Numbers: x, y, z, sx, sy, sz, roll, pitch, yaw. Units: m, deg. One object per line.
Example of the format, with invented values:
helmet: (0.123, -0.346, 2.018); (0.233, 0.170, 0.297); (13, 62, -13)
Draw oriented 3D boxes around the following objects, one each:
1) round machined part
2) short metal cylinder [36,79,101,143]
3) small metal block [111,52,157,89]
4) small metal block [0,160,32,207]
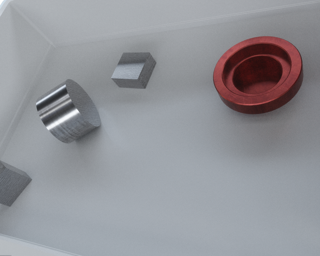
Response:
round machined part: (0.117, -0.058, 0.369); (0.098, 0.042, 0.098); (-13, 56, 20)
short metal cylinder: (-0.132, -0.024, 0.452); (0.050, 0.080, 0.080); (-31, 52, 8)
small metal block: (-0.040, -0.089, 0.480); (0.050, 0.025, 0.050); (8, 65, 31)
small metal block: (-0.229, 0.082, 0.457); (0.025, 0.050, 0.050); (29, 78, 37)
